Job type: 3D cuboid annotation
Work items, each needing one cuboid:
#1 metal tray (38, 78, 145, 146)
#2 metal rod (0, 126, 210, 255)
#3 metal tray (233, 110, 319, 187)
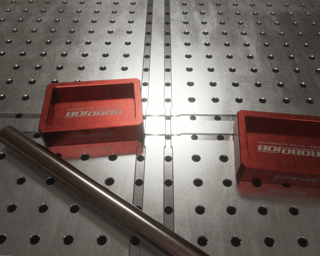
[{"bbox_3d":[-0.090,-0.024,0.423,0.131,0.030,0.090,-4,50,-4],"label":"metal tray"},{"bbox_3d":[-0.072,0.073,0.344,0.301,0.025,0.025,28,55,21],"label":"metal rod"},{"bbox_3d":[0.161,0.024,0.385,0.131,0.030,0.090,5,50,3],"label":"metal tray"}]
